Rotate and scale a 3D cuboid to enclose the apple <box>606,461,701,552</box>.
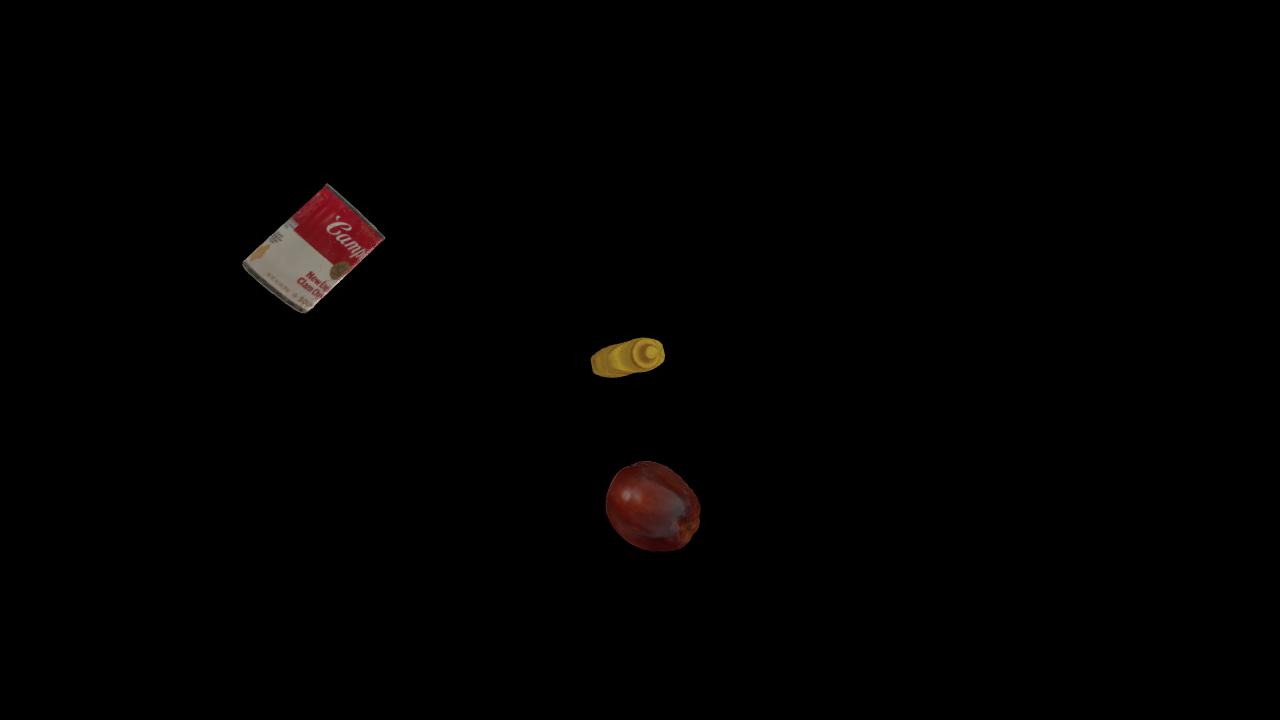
[{"bbox_3d":[0.010,0.137,0.574,0.093,0.079,0.079,21,11,31],"label":"apple"}]

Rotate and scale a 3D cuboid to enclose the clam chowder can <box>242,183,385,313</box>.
[{"bbox_3d":[-0.295,-0.100,0.560,0.068,0.102,0.068,41,-10,9],"label":"clam chowder can"}]

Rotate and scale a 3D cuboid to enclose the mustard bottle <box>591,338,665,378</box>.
[{"bbox_3d":[-0.011,-0.005,0.921,0.092,0.054,0.184,-4,-3,-18],"label":"mustard bottle"}]
